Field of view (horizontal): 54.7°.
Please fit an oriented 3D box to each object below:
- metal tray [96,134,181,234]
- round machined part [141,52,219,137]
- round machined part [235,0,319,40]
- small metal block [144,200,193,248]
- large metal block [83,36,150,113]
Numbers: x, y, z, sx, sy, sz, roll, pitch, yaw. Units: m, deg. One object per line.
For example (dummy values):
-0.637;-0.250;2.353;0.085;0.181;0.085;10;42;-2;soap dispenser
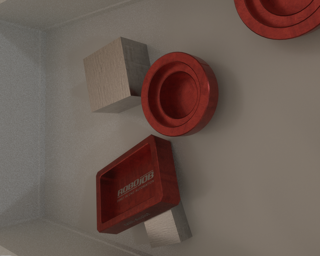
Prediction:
-0.035;0.078;0.411;0.130;0.030;0.090;-35;48;34;metal tray
0.027;-0.039;0.372;0.098;0.042;0.097;0;90;39;round machined part
0.121;-0.133;0.284;0.098;0.042;0.097;17;117;37;round machined part
0.008;0.122;0.399;0.050;0.025;0.050;-28;73;36;small metal block
-0.058;-0.070;0.436;0.080;0.050;0.080;-17;79;38;large metal block
